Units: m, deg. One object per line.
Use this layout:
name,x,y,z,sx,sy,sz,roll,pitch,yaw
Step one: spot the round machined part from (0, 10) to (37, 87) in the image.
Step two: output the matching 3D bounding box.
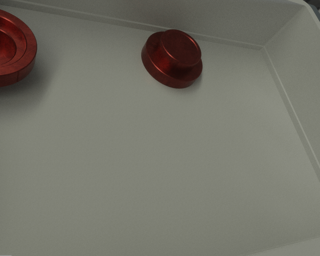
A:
round machined part,-0.191,-0.084,0.344,0.099,0.042,0.098,14,56,-21

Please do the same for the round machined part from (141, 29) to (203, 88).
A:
round machined part,0.024,-0.113,0.479,0.099,0.042,0.098,14,56,-21

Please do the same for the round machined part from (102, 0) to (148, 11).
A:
round machined part,-0.064,-0.231,0.505,0.099,0.042,0.098,14,56,-21
